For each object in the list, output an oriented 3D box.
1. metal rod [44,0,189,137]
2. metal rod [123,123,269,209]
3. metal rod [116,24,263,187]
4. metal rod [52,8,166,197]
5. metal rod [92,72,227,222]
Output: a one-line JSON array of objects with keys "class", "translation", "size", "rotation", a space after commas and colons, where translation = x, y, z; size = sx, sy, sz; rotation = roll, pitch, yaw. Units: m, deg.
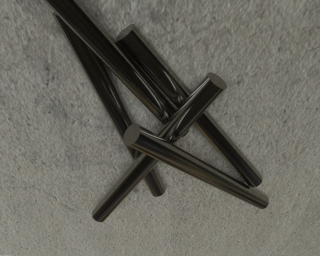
[{"class": "metal rod", "translation": [-0.054, -0.080, 0.317], "size": [0.025, 0.025, 0.300], "rotation": [-27, 132, 21]}, {"class": "metal rod", "translation": [0.070, 0.065, 0.419], "size": [0.025, 0.025, 0.301], "rotation": [-36, 136, 26]}, {"class": "metal rod", "translation": [0.055, -0.009, 0.399], "size": [0.025, 0.025, 0.300], "rotation": [-31, 124, 23]}, {"class": "metal rod", "translation": [-0.049, -0.009, 0.398], "size": [0.025, 0.025, 0.299], "rotation": [-14, 129, 11]}, {"class": "metal rod", "translation": [-0.018, 0.045, 0.409], "size": [0.025, 0.025, 0.298], "rotation": [25, 127, -20]}]
